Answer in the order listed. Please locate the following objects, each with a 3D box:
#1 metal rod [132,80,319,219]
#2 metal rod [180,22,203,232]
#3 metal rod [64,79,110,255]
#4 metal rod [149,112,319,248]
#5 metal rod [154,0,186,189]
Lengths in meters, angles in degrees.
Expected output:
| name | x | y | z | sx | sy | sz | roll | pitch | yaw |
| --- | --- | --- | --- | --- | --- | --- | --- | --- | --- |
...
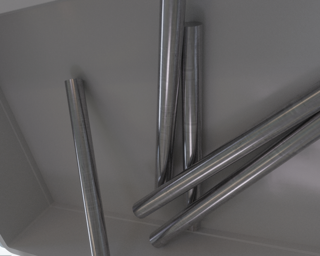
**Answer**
| name | x | y | z | sx | sy | sz | roll | pitch | yaw |
| --- | --- | --- | --- | --- | --- | --- | --- | --- | --- |
| metal rod | 0.070 | 0.039 | 0.370 | 0.025 | 0.025 | 0.299 | 48 | 121 | -5 |
| metal rod | 0.041 | 0.020 | 0.399 | 0.025 | 0.025 | 0.298 | 10 | 123 | 23 |
| metal rod | -0.097 | 0.081 | 0.431 | 0.025 | 0.025 | 0.298 | -10 | 89 | 32 |
| metal rod | 0.082 | 0.080 | 0.392 | 0.025 | 0.025 | 0.299 | 43 | 122 | -2 |
| metal rod | 0.008 | -0.017 | 0.376 | 0.025 | 0.025 | 0.298 | 17 | 131 | 18 |
